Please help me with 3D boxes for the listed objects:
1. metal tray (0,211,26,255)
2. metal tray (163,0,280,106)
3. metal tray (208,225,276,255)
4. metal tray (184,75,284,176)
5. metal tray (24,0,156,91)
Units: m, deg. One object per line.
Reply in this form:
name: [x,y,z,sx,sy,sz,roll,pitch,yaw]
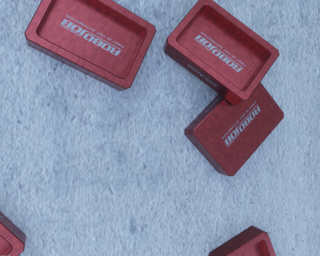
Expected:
metal tray: [-0.221,0.110,0.324,0.090,0.030,0.130,-43,104,-15]
metal tray: [0.082,-0.104,0.419,0.130,0.030,0.090,37,77,0]
metal tray: [0.135,0.225,0.458,0.091,0.030,0.129,-25,99,-19]
metal tray: [0.110,-0.007,0.449,0.130,0.030,0.090,-45,105,-15]
metal tray: [-0.081,-0.113,0.376,0.131,0.030,0.090,26,81,-19]
